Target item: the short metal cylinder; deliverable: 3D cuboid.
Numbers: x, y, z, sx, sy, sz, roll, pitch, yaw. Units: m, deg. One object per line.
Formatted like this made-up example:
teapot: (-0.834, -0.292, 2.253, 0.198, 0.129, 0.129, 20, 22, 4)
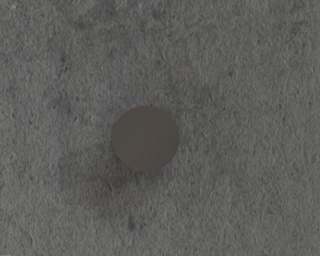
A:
short metal cylinder: (-0.017, 0.013, 0.397, 0.081, 0.050, 0.079, 0, 90, -1)
